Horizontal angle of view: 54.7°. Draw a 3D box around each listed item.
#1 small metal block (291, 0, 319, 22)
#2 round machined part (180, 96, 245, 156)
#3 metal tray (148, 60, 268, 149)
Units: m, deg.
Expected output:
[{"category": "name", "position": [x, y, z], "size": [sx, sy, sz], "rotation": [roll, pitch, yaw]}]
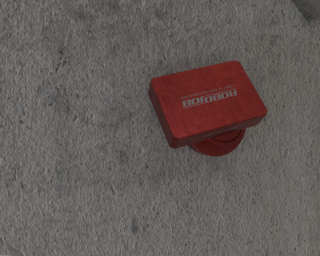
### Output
[{"category": "small metal block", "position": [0.247, -0.211, 0.500], "size": [0.050, 0.025, 0.050], "rotation": [43, 76, -15]}, {"category": "round machined part", "position": [0.079, -0.009, 0.429], "size": [0.099, 0.042, 0.097], "rotation": [0, 90, -20]}, {"category": "metal tray", "position": [0.061, -0.034, 0.403], "size": [0.131, 0.030, 0.090], "rotation": [-15, 66, -16]}]
